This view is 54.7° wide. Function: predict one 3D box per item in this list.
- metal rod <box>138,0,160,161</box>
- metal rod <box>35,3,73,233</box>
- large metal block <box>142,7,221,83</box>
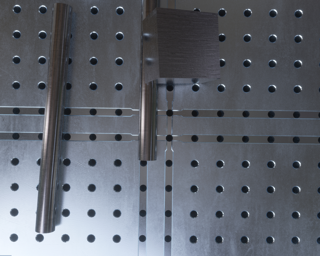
[{"bbox_3d":[-0.013,-0.107,0.413,0.025,0.025,0.298,1,90,0],"label":"metal rod"},{"bbox_3d":[-0.141,-0.013,0.412,0.025,0.025,0.298,5,90,0],"label":"metal rod"},{"bbox_3d":[0.026,-0.099,0.387,0.081,0.050,0.079,-3,91,-22],"label":"large metal block"}]
